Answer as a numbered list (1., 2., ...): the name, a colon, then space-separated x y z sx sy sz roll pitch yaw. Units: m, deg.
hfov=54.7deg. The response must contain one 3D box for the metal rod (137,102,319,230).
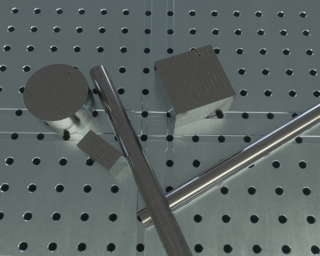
1. metal rod: 0.108 0.039 0.398 0.302 0.025 0.025 -29 73 -10

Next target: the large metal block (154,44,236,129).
1. large metal block: 0.044 -0.055 0.419 0.080 0.050 0.080 -19 71 -7

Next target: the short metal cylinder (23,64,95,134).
1. short metal cylinder: -0.130 -0.037 0.411 0.081 0.050 0.080 0 70 0

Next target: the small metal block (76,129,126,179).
1. small metal block: -0.071 0.034 0.386 0.050 0.050 0.025 36 74 12

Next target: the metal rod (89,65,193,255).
1. metal rod: -0.027 0.040 0.377 0.025 0.025 0.299 -23 64 -8
